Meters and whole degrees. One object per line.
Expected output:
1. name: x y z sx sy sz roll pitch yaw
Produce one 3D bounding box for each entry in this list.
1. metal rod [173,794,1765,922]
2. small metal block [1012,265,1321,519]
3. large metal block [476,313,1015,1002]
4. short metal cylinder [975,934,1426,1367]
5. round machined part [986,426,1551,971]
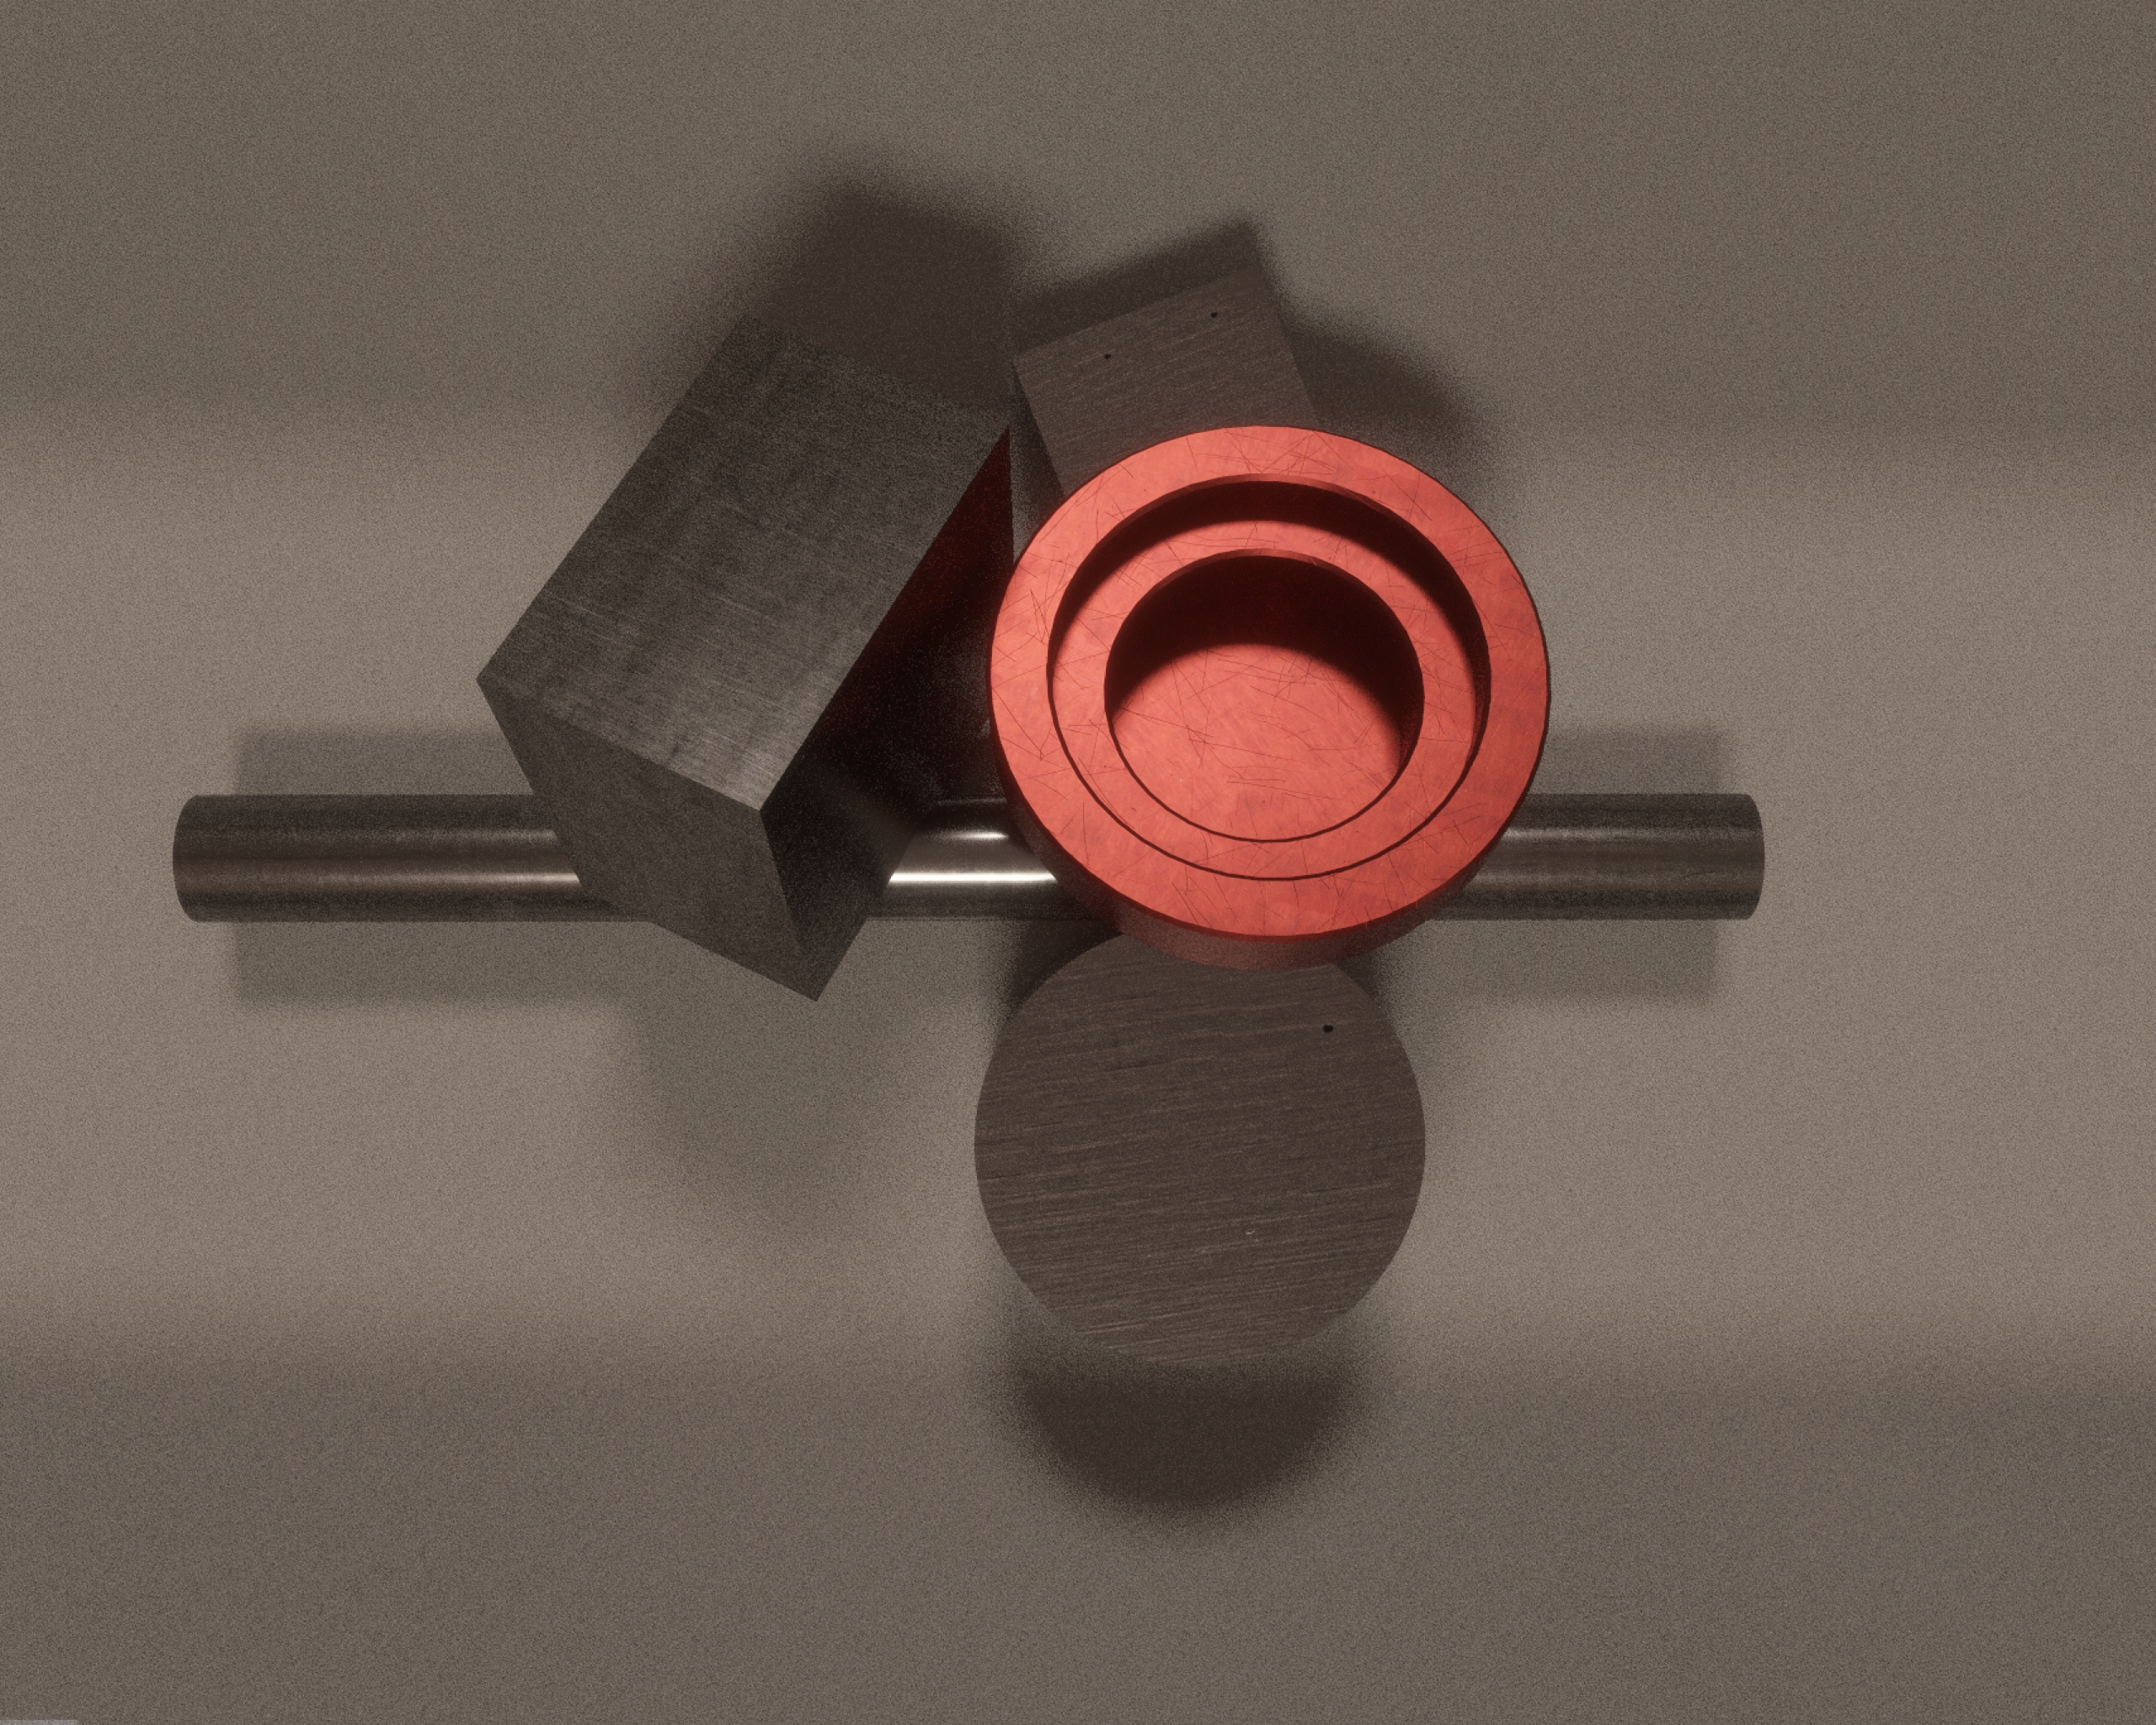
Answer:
1. metal rod: -0.020 -0.001 0.408 0.302 0.025 0.025 0 90 -1
2. small metal block: 0.020 -0.082 0.411 0.050 0.025 0.050 -21 90 -1
3. large metal block: -0.052 -0.033 0.367 0.050 0.080 0.080 25 67 11
4. short metal cylinder: 0.022 0.050 0.397 0.081 0.050 0.079 0 90 -1
5. round machined part: 0.033 -0.027 0.383 0.099 0.042 0.098 0 72 0
